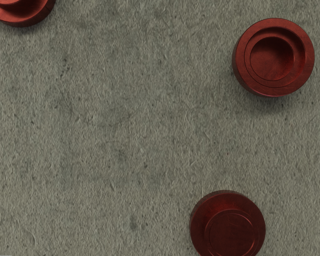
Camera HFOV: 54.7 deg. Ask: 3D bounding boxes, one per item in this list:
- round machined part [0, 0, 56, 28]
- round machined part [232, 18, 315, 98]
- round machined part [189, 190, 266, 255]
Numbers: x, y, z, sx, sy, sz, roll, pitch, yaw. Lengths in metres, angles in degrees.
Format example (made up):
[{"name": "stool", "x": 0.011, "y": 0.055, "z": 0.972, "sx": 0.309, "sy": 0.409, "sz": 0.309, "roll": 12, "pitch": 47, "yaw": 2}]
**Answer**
[{"name": "round machined part", "x": -0.189, "y": -0.185, "z": 0.400, "sx": 0.099, "sy": 0.042, "sz": 0.097, "roll": 0, "pitch": 90, "yaw": 0}, {"name": "round machined part", "x": 0.142, "y": -0.088, "z": 0.402, "sx": 0.099, "sy": 0.042, "sz": 0.097, "roll": 0, "pitch": 90, "yaw": 0}, {"name": "round machined part", "x": 0.089, "y": 0.133, "z": 0.402, "sx": 0.099, "sy": 0.042, "sz": 0.097, "roll": 0, "pitch": 90, "yaw": 0}]
